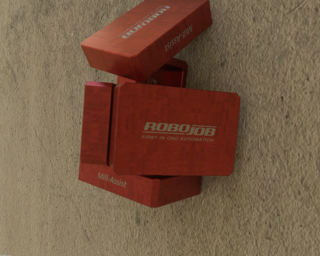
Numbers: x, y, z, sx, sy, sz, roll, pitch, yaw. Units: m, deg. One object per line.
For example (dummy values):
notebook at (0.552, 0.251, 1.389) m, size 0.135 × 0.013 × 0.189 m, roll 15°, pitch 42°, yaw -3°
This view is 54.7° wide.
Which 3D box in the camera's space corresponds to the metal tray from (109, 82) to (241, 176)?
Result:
metal tray at (0.016, 0.003, 0.326) m, size 0.030 × 0.131 × 0.089 m, roll -162°, pitch 76°, yaw -72°

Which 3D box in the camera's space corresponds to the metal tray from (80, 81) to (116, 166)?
metal tray at (-0.064, -0.009, 0.394) m, size 0.030 × 0.130 × 0.089 m, roll 5°, pitch 94°, yaw 3°

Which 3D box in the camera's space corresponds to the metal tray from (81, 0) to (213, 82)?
metal tray at (-0.013, -0.109, 0.355) m, size 0.090 × 0.131 × 0.030 m, roll 22°, pitch 145°, yaw 37°

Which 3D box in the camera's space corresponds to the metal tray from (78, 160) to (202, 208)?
metal tray at (-0.026, 0.058, 0.383) m, size 0.130 × 0.091 × 0.030 m, roll 9°, pitch 96°, yaw 39°

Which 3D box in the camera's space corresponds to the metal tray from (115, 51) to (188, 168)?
metal tray at (-0.010, -0.021, 0.370) m, size 0.030 × 0.091 × 0.129 m, roll 9°, pitch 96°, yaw 39°
